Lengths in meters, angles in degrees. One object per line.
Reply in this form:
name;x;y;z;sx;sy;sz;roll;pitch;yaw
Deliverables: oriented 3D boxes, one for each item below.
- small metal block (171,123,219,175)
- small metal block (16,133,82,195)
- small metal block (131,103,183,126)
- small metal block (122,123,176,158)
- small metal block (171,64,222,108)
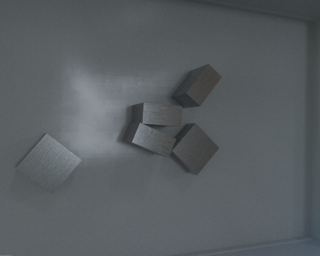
small metal block;0.045;0.029;0.428;0.050;0.025;0.050;46;76;-15
small metal block;-0.129;0.041;0.363;0.050;0.025;0.050;41;77;-16
small metal block;-0.005;-0.016;0.396;0.050;0.050;0.025;4;89;-20
small metal block;-0.015;0.015;0.393;0.050;0.050;0.025;25;82;-19
small metal block;0.048;-0.055;0.416;0.025;0.050;0.050;41;77;-16
